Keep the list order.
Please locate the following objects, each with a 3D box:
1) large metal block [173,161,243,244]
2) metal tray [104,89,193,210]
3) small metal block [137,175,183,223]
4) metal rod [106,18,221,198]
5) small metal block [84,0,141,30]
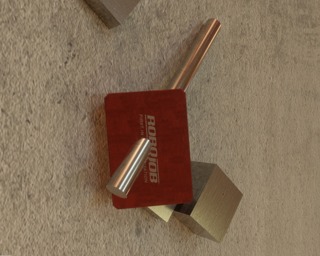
[{"bbox_3d":[0.065,0.105,0.446,0.080,0.050,0.080,48,62,-30],"label":"large metal block"},{"bbox_3d":[-0.013,0.023,0.359,0.091,0.030,0.129,-4,92,-4],"label":"metal tray"},{"bbox_3d":[-0.002,0.087,0.406,0.050,0.025,0.050,47,62,-30],"label":"small metal block"},{"bbox_3d":[0.018,-0.046,0.398,0.025,0.025,0.301,49,54,-29],"label":"metal rod"},{"bbox_3d":[-0.056,-0.153,0.359,0.050,0.025,0.050,46,62,-31],"label":"small metal block"}]
